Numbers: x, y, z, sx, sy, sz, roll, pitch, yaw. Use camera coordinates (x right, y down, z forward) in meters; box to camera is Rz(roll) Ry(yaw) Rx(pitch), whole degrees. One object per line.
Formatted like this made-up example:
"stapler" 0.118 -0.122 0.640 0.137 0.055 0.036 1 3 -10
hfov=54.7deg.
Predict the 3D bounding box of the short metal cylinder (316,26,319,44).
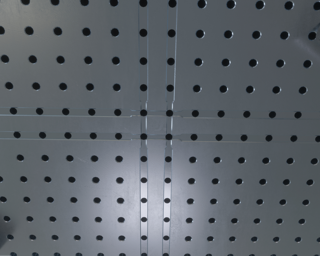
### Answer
"short metal cylinder" 0.226 -0.112 0.345 0.050 0.080 0.080 33 107 -12
